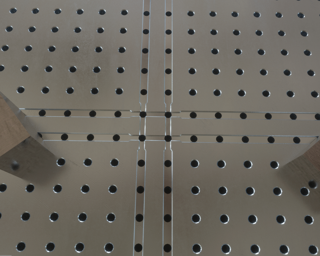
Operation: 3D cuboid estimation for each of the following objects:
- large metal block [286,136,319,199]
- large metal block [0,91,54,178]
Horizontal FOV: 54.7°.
[{"bbox_3d":[0.224,0.046,0.385,0.080,0.050,0.080,-36,74,-13],"label":"large metal block"},{"bbox_3d":[-0.186,0.008,0.377,0.050,0.080,0.080,-38,75,-13],"label":"large metal block"}]
